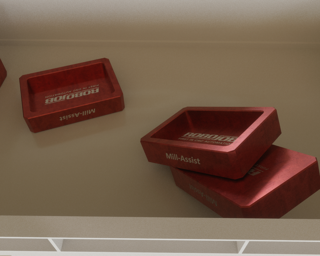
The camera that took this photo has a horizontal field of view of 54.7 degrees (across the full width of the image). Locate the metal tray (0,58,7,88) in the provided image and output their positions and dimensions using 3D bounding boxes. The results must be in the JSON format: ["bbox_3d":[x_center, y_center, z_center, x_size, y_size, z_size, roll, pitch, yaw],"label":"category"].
[{"bbox_3d":[-0.259,-0.066,0.415,0.030,0.090,0.130,2,50,2],"label":"metal tray"}]

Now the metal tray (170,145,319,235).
[{"bbox_3d":[0.080,0.047,0.319,0.091,0.030,0.130,-26,21,-21],"label":"metal tray"}]

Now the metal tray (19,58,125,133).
[{"bbox_3d":[-0.126,-0.050,0.442,0.131,0.030,0.090,-15,52,-13],"label":"metal tray"}]

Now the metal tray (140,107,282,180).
[{"bbox_3d":[0.052,0.009,0.344,0.130,0.030,0.091,5,32,47],"label":"metal tray"}]
